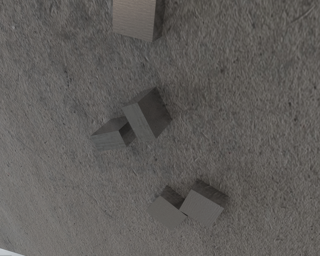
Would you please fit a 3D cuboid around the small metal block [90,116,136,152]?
[{"bbox_3d":[-0.058,0.006,0.425,0.050,0.050,0.025,-11,113,32],"label":"small metal block"}]

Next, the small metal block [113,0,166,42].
[{"bbox_3d":[-0.023,-0.128,0.340,0.050,0.025,0.050,19,126,17],"label":"small metal block"}]

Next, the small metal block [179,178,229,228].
[{"bbox_3d":[0.062,0.107,0.441,0.050,0.025,0.050,29,128,9],"label":"small metal block"}]

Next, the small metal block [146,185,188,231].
[{"bbox_3d":[0.014,0.123,0.476,0.050,0.025,0.050,38,129,3],"label":"small metal block"}]

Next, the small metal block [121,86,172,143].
[{"bbox_3d":[-0.015,-0.017,0.388,0.025,0.050,0.050,-14,111,34],"label":"small metal block"}]
